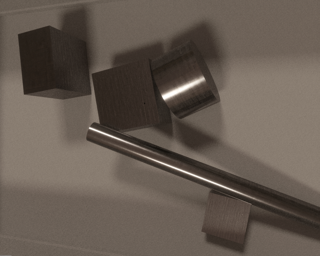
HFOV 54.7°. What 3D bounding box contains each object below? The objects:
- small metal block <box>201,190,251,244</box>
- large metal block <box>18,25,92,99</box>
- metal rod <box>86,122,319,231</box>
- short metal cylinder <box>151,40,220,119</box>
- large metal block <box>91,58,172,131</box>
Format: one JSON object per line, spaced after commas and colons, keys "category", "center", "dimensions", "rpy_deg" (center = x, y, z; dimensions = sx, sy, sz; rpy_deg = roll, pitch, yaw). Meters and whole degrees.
{"category": "small metal block", "center": [0.083, 0.107, 0.381], "dimensions": [0.050, 0.025, 0.050], "rpy_deg": [12, 94, 19]}
{"category": "large metal block", "center": [-0.143, -0.086, 0.430], "dimensions": [0.050, 0.080, 0.080], "rpy_deg": [-7, 88, 19]}
{"category": "metal rod", "center": [0.055, 0.056, 0.363], "dimensions": [0.301, 0.025, 0.025], "rpy_deg": [20, 97, 8]}
{"category": "short metal cylinder", "center": [0.032, -0.057, 0.370], "dimensions": [0.050, 0.080, 0.080], "rpy_deg": [-24, 82, 18]}
{"category": "large metal block", "center": [-0.036, -0.039, 0.409], "dimensions": [0.080, 0.050, 0.080], "rpy_deg": [-11, 86, 19]}
